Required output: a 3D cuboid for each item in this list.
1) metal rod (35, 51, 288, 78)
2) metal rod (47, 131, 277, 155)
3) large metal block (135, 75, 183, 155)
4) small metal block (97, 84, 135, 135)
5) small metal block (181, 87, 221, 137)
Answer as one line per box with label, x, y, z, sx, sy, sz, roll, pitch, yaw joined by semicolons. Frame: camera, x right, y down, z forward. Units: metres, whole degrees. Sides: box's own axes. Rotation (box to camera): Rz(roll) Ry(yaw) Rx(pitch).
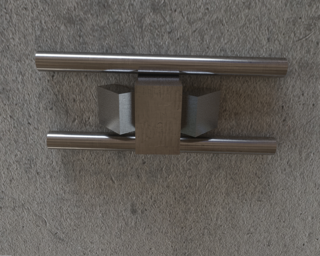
metal rod;0.003;-0.078;0.382;0.302;0.025;0.025;1;110;-1
metal rod;0.003;0.020;0.418;0.302;0.025;0.025;2;110;-1
large metal block;-0.002;-0.021;0.376;0.050;0.080;0.079;1;110;-1
small metal block;-0.054;-0.025;0.386;0.025;0.050;0.050;-15;116;-37
small metal block;0.050;-0.021;0.389;0.025;0.050;0.050;17;115;38
